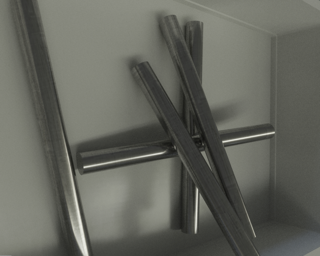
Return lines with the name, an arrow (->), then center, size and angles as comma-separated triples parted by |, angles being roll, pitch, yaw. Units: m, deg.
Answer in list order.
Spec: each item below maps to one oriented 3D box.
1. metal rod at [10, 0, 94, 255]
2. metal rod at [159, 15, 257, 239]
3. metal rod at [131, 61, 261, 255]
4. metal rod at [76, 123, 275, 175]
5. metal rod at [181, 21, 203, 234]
metal rod -> -0.105, 0.024, 0.318 | 0.025, 0.025, 0.298 | -17, 101, -39
metal rod -> 0.058, -0.005, 0.399 | 0.025, 0.025, 0.299 | -13, 81, -39
metal rod -> 0.048, 0.053, 0.369 | 0.025, 0.025, 0.299 | -24, 81, -38
metal rod -> 0.042, 0.022, 0.412 | 0.303, 0.025, 0.025 | -8, 95, -31
metal rod -> 0.047, -0.002, 0.445 | 0.025, 0.025, 0.298 | 2, 89, -40
